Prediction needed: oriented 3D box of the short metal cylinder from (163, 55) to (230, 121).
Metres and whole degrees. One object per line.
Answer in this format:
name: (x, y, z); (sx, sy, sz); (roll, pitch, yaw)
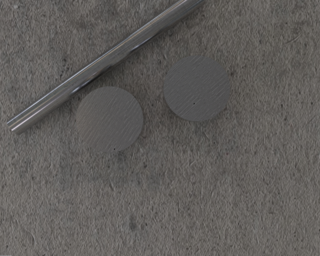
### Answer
short metal cylinder: (0.044, -0.048, 0.398); (0.081, 0.050, 0.080); (0, 90, 0)

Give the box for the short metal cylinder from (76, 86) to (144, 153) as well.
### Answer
short metal cylinder: (-0.061, -0.010, 0.397); (0.081, 0.050, 0.080); (0, 90, 0)

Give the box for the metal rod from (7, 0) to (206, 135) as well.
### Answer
metal rod: (-0.070, -0.088, 0.409); (0.301, 0.025, 0.025); (-35, 90, 0)
